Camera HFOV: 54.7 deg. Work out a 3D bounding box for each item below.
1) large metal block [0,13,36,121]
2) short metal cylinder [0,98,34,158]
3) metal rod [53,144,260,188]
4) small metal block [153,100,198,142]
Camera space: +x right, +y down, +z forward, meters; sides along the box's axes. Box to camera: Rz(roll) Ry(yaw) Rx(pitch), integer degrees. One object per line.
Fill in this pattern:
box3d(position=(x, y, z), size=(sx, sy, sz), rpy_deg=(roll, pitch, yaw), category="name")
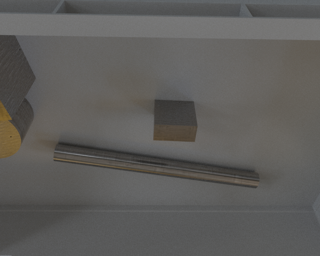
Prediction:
box3d(position=(-0.180, -0.061, 0.318), size=(0.050, 0.080, 0.080), rpy_deg=(-7, 130, 6), category="large metal block")
box3d(position=(-0.206, -0.008, 0.383), size=(0.081, 0.050, 0.079), rpy_deg=(0, 130, 0), category="short metal cylinder")
box3d(position=(0.001, 0.058, 0.458), size=(0.302, 0.025, 0.025), rpy_deg=(9, 130, -8), category="metal rod")
box3d(position=(0.018, -0.010, 0.385), size=(0.050, 0.050, 0.025), rpy_deg=(2, 130, -3), category="small metal block")
